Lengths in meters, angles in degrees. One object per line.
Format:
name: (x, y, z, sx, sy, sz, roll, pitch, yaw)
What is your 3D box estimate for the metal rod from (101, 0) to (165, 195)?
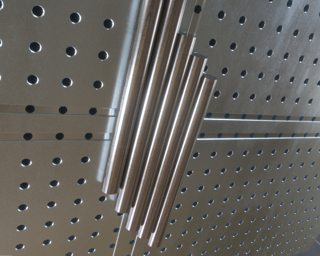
metal rod: (-0.032, -0.047, 0.365, 0.025, 0.025, 0.298, 1, 118, -29)

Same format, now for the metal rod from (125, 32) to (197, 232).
metal rod: (-0.006, 0.021, 0.422, 0.025, 0.025, 0.298, 1, 118, -29)

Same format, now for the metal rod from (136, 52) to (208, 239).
metal rod: (0.010, 0.041, 0.443, 0.025, 0.025, 0.298, 1, 118, -29)

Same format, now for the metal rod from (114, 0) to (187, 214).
metal rod: (-0.018, -0.014, 0.393, 0.025, 0.025, 0.298, 1, 118, -29)

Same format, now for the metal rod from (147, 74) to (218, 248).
metal rod: (0.026, 0.063, 0.466, 0.025, 0.025, 0.298, 1, 118, -29)
